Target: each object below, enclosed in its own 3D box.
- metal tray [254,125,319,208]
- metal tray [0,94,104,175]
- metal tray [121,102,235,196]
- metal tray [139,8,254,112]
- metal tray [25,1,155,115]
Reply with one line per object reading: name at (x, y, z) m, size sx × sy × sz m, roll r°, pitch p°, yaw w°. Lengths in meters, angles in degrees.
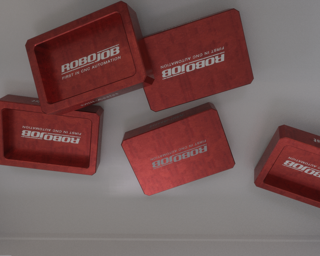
metal tray at (0.202, 0.057, 0.405) m, size 0.131 × 0.030 × 0.089 m, roll 19°, pitch 127°, yaw 4°
metal tray at (-0.145, 0.010, 0.410) m, size 0.131 × 0.030 × 0.089 m, roll 7°, pitch 110°, yaw -3°
metal tray at (0.025, 0.030, 0.420) m, size 0.130 × 0.030 × 0.090 m, roll -20°, pitch 109°, yaw 7°
metal tray at (0.039, -0.082, 0.379) m, size 0.131 × 0.030 × 0.090 m, roll -17°, pitch 110°, yaw 6°
metal tray at (-0.081, -0.075, 0.352) m, size 0.130 × 0.030 × 0.090 m, roll -16°, pitch 86°, yaw 15°
